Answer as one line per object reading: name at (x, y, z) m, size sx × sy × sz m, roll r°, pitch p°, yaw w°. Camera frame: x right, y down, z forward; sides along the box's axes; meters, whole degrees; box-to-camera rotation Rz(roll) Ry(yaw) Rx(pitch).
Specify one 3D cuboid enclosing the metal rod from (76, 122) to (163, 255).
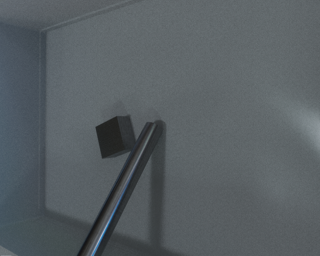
metal rod at (-0.069, 0.122, 0.355) m, size 0.025 × 0.025 × 0.300 m, roll 5°, pitch 59°, yaw 39°

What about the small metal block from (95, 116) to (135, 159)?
small metal block at (-0.065, 0.014, 0.458) m, size 0.050 × 0.025 × 0.050 m, roll -23°, pitch 76°, yaw 37°
